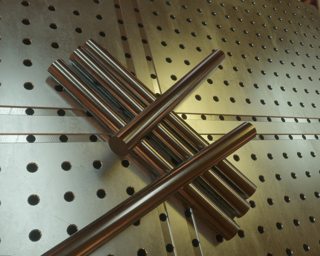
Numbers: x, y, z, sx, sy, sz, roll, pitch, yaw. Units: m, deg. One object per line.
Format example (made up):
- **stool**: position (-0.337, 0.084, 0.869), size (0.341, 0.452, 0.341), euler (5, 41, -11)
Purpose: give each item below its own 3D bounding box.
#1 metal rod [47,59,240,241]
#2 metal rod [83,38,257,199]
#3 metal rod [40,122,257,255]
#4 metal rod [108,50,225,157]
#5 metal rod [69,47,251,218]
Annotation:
- **metal rod**: position (-0.021, 0.026, 0.382), size (0.300, 0.025, 0.025), euler (43, 51, 1)
- **metal rod**: position (0.012, -0.012, 0.424), size (0.300, 0.025, 0.025), euler (42, 51, 0)
- **metal rod**: position (0.005, 0.067, 0.345), size (0.302, 0.025, 0.025), euler (-29, 78, -29)
- **metal rod**: position (0.030, -0.053, 0.432), size (0.025, 0.025, 0.302), euler (44, 43, 1)
- **metal rod**: position (-0.001, 0.005, 0.405), size (0.300, 0.025, 0.025), euler (43, 51, 1)
